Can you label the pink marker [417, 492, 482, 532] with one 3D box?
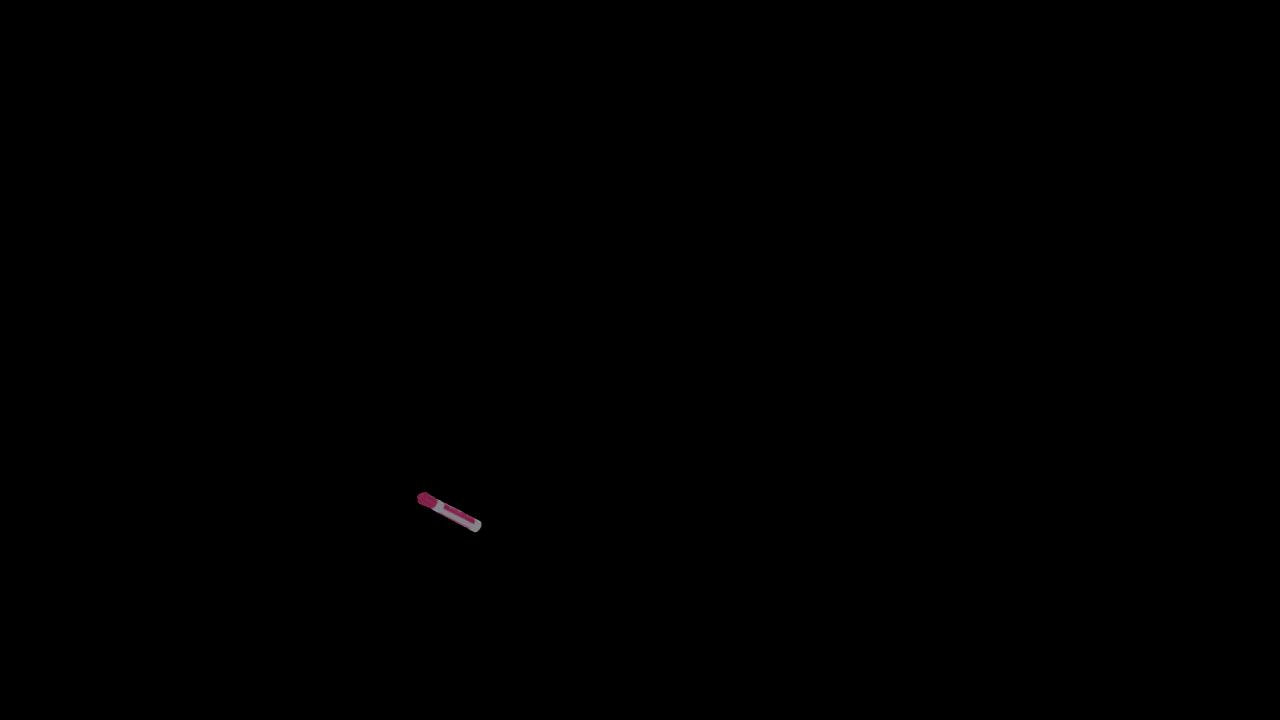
[{"bbox_3d":[-0.291,0.232,0.938,0.020,0.020,0.121,0,-33,40],"label":"pink marker"}]
